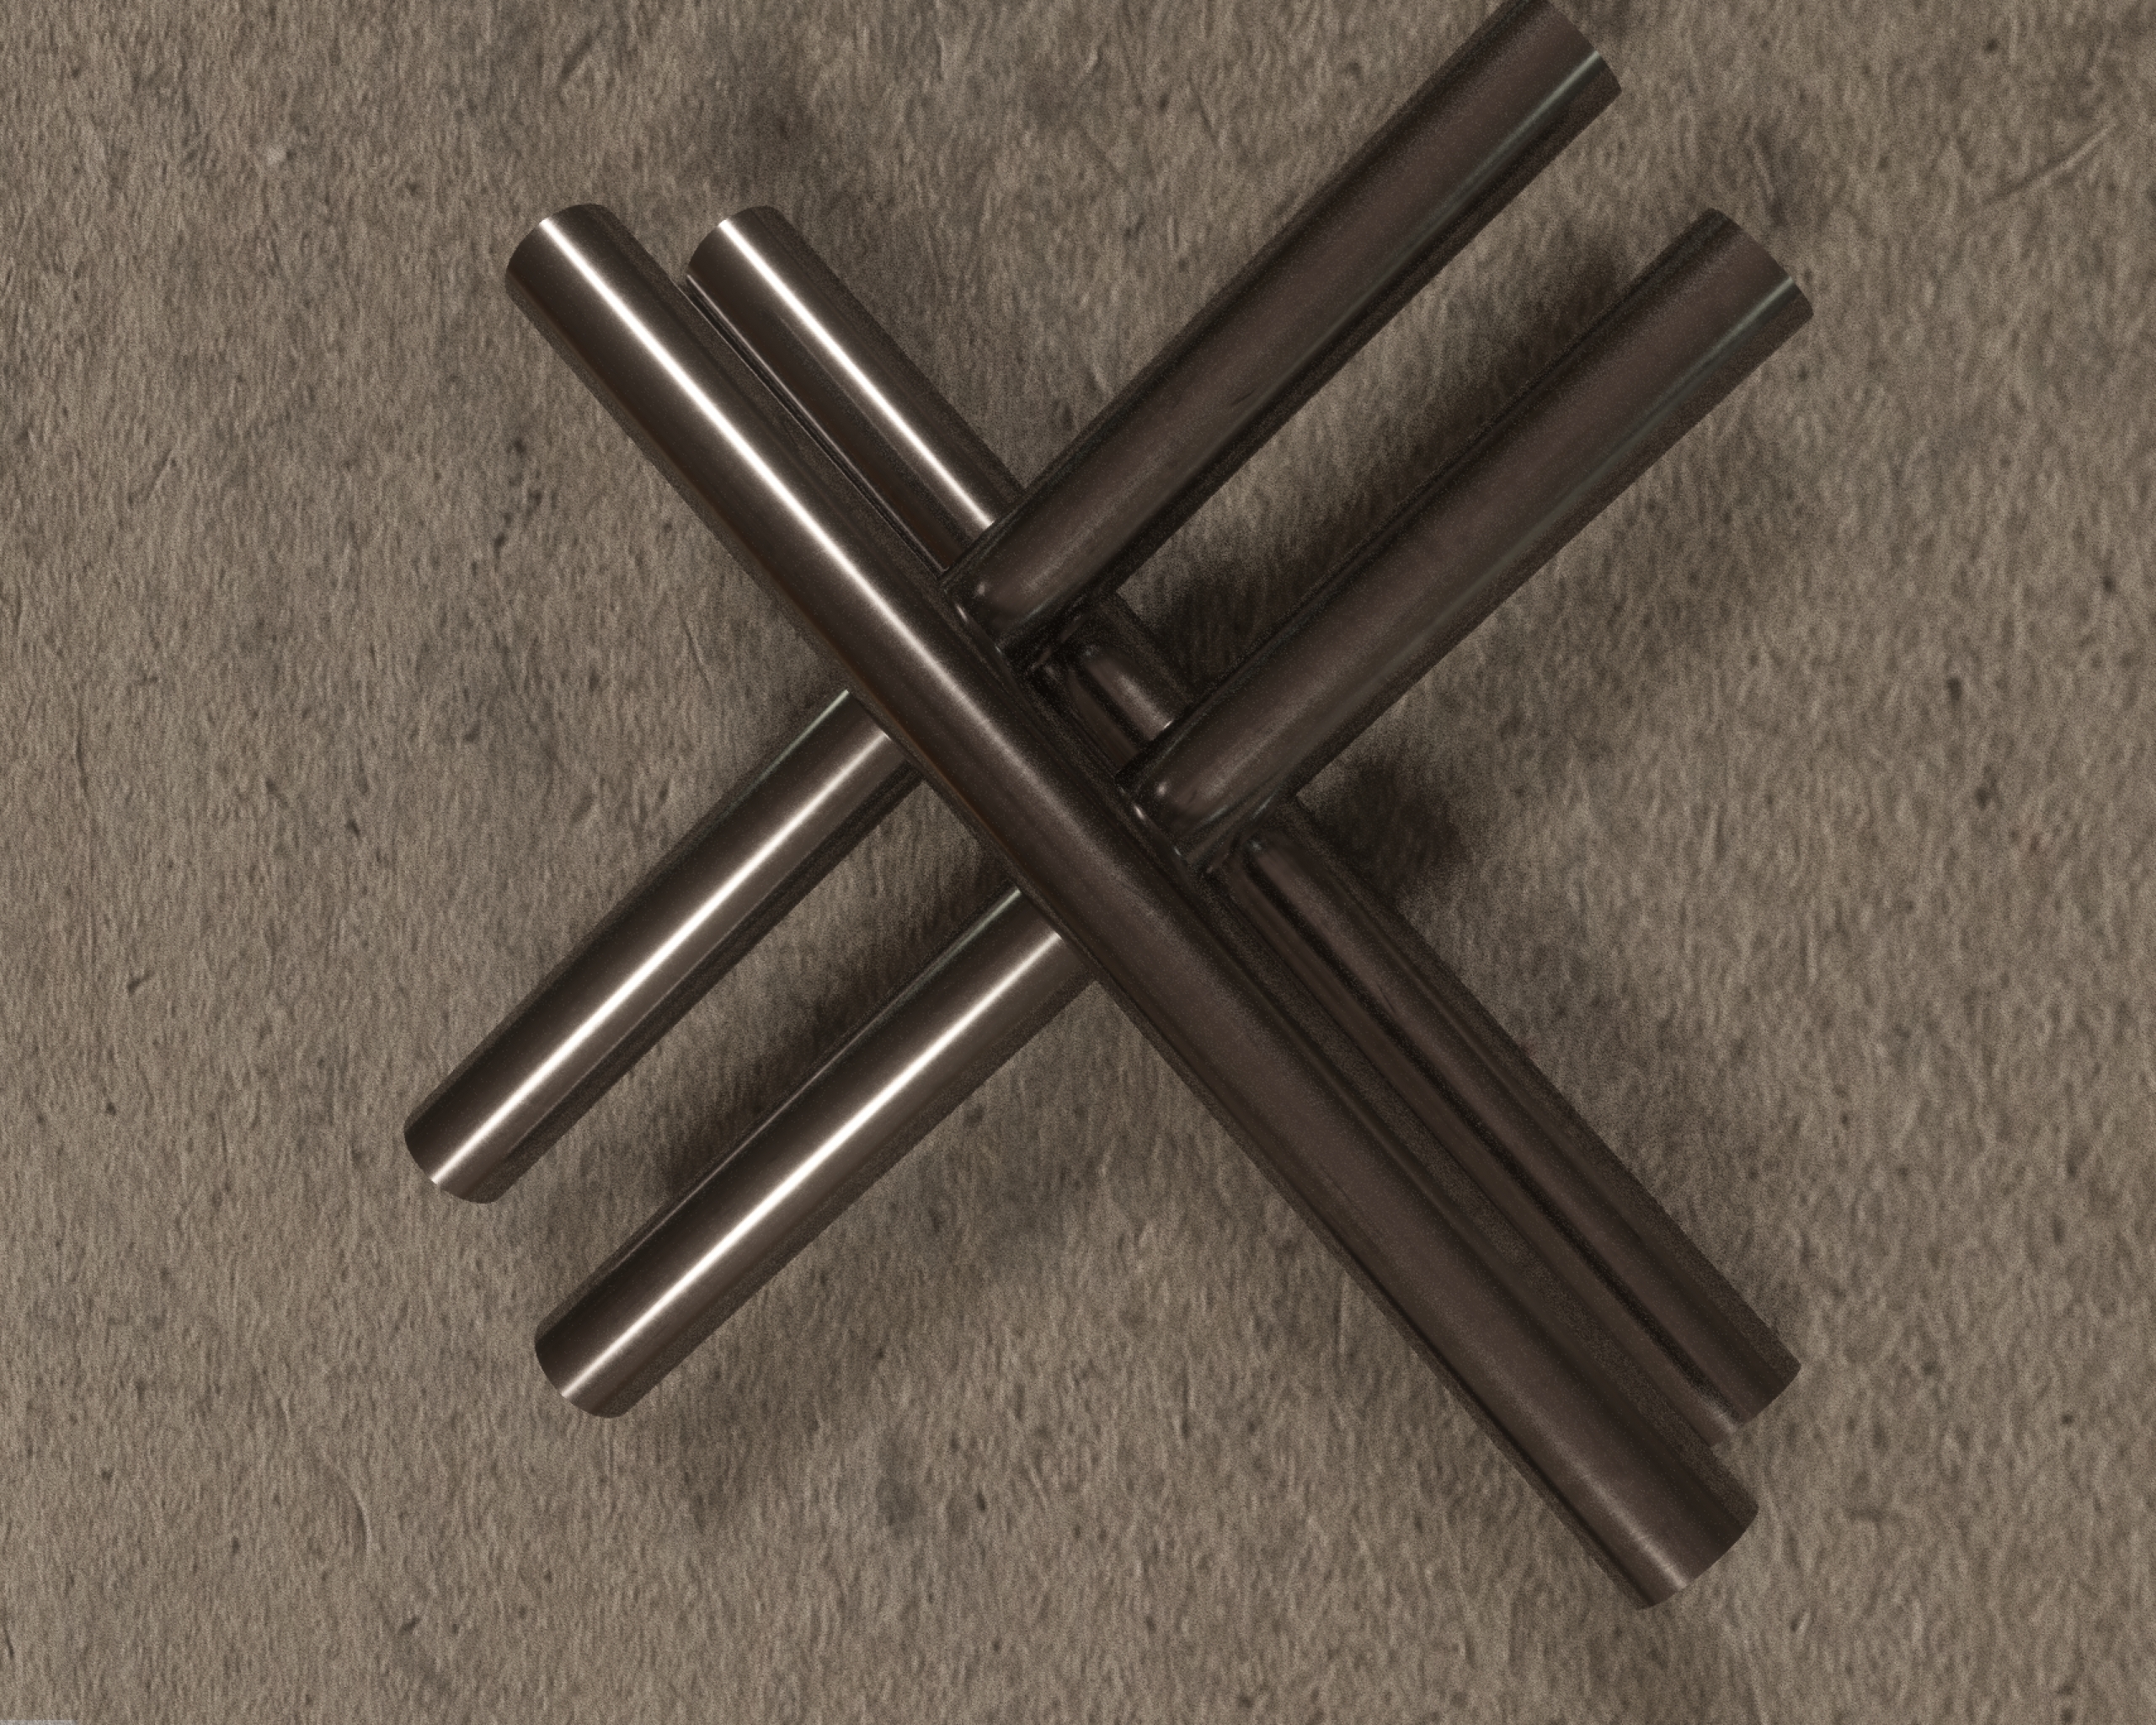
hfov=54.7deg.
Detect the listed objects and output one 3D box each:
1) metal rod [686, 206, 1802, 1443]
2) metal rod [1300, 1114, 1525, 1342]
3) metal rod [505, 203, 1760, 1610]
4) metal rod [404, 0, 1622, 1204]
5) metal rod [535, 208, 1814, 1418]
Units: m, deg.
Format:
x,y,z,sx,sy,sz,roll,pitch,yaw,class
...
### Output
x,y,z,sx,sy,sz,roll,pitch,yaw,class
0.023,-0.015,0.401,0.025,0.025,0.300,-44,77,14,metal rod
0.004,-0.001,0.408,0.025,0.025,0.300,-44,77,14,metal rod
0.000,-0.003,0.356,0.025,0.025,0.300,-44,77,14,metal rod
-0.022,-0.040,0.390,0.299,0.025,0.025,-43,77,14,metal rod
0.007,0.001,0.380,0.299,0.025,0.025,-43,77,14,metal rod
